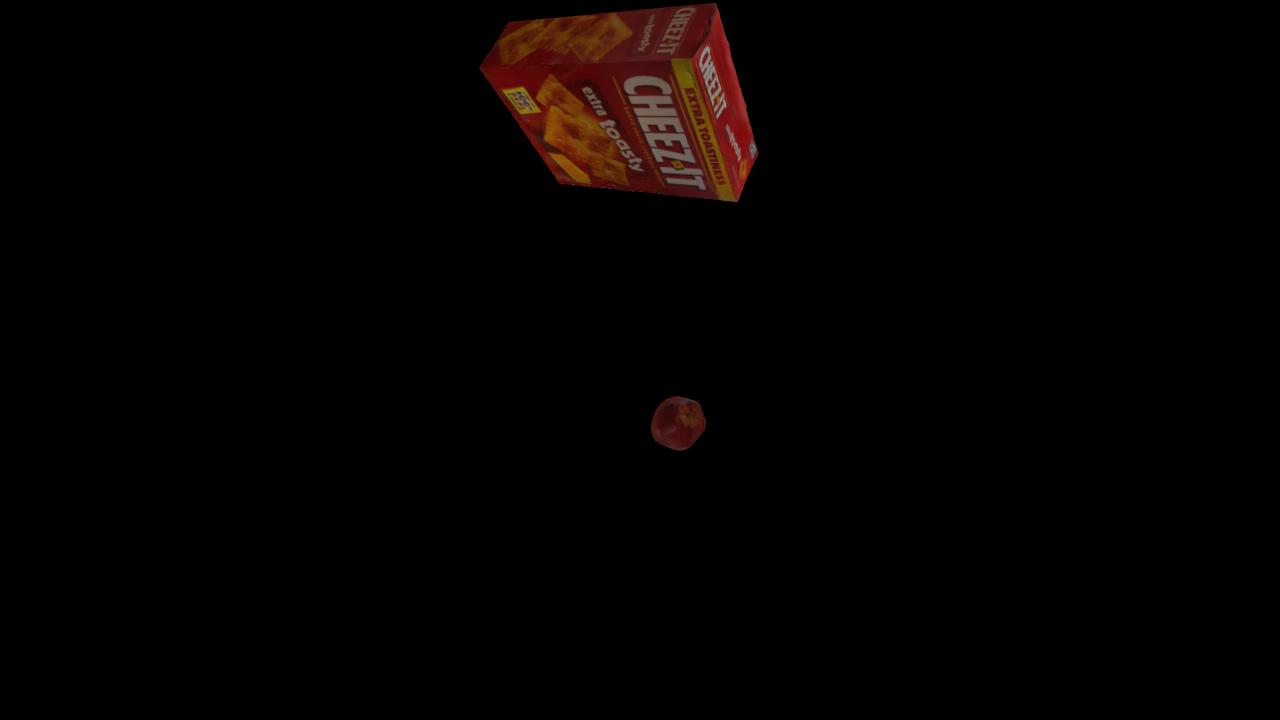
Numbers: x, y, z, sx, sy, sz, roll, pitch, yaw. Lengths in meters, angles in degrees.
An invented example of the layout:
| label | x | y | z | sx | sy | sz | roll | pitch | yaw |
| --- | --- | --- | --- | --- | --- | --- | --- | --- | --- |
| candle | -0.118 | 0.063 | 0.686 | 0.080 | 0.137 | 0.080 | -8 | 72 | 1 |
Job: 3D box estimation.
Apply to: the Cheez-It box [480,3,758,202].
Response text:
| label | x | y | z | sx | sy | sz | roll | pitch | yaw |
| --- | --- | --- | --- | --- | --- | --- | --- | --- | --- |
| Cheez-It box | -0.014 | -0.236 | 0.585 | 0.223 | 0.071 | 0.166 | 13 | -20 | 28 |

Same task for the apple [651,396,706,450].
| label | x | y | z | sx | sy | sz | roll | pitch | yaw |
| --- | --- | --- | --- | --- | --- | --- | --- | --- | --- |
| apple | 0.055 | 0.091 | 0.886 | 0.079 | 0.079 | 0.093 | 0 | -15 | -18 |
